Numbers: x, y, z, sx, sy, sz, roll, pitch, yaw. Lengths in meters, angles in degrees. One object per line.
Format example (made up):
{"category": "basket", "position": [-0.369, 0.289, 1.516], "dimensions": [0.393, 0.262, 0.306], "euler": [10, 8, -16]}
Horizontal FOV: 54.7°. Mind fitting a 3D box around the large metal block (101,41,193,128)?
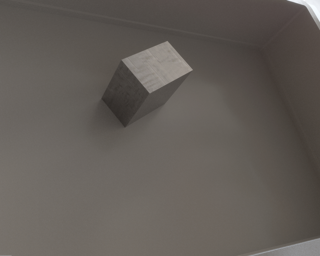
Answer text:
{"category": "large metal block", "position": [-0.018, -0.056, 0.396], "dimensions": [0.081, 0.080, 0.050], "euler": [-34, 81, -38]}
